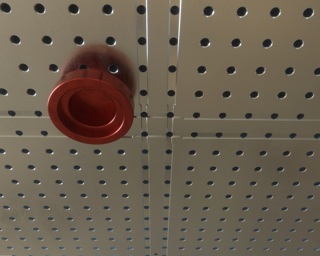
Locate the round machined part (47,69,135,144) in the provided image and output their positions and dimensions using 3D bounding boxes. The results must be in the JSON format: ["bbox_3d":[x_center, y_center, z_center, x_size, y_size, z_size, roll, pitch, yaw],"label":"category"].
[{"bbox_3d":[-0.080,-0.029,0.375,0.099,0.042,0.097,0,130,0],"label":"round machined part"}]
